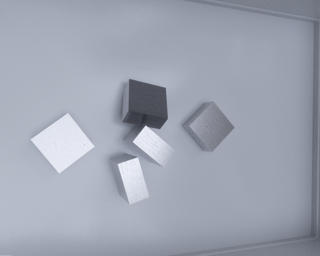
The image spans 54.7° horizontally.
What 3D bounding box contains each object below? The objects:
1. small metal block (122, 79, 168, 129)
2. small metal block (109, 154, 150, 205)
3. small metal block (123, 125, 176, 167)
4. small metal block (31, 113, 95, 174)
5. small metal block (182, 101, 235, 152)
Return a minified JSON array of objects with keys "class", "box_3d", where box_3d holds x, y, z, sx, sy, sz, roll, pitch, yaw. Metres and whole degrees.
[{"class":"small metal block","box_3d":[-0.019,-0.030,0.392,0.050,0.025,0.050,11,54,-20]},{"class":"small metal block","box_3d":[-0.039,0.061,0.384,0.025,0.050,0.050,-18,96,-19]},{"class":"small metal block","box_3d":[-0.015,0.022,0.393,0.050,0.050,0.025,41,77,-16]},{"class":"small metal block","box_3d":[-0.115,0.017,0.368,0.050,0.025,0.050,-39,103,-16]},{"class":"small metal block","box_3d":[0.068,-0.002,0.437,0.050,0.025,0.050,-45,104,-15]}]
